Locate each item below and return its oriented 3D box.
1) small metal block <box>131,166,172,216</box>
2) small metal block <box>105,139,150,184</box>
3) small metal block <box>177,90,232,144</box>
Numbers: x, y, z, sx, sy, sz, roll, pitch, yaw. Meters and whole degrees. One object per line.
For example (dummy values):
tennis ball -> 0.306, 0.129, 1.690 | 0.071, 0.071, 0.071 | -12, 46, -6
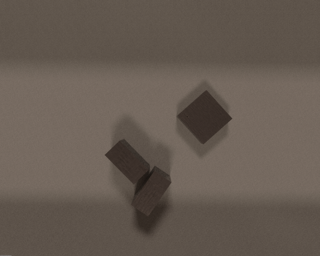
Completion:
small metal block -> -0.011, 0.079, 0.399 | 0.025, 0.050, 0.050 | 34, 90, -1
small metal block -> -0.040, 0.042, 0.398 | 0.025, 0.050, 0.050 | -44, 91, 0
small metal block -> 0.058, -0.014, 0.412 | 0.050, 0.025, 0.050 | -42, 91, 0
